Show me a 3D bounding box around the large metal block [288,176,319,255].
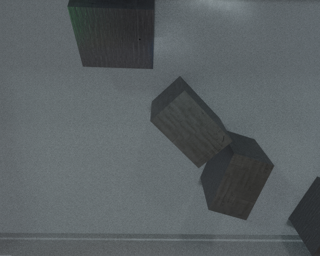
[{"bbox_3d":[0.237,0.128,0.431,0.050,0.080,0.079,22,109,-8],"label":"large metal block"}]

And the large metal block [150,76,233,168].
[{"bbox_3d":[0.035,-0.010,0.378,0.050,0.080,0.080,-42,105,14],"label":"large metal block"}]

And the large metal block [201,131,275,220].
[{"bbox_3d":[0.095,0.058,0.404,0.050,0.080,0.079,17,109,-6],"label":"large metal block"}]

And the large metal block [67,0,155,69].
[{"bbox_3d":[-0.047,-0.111,0.336,0.081,0.050,0.080,2,147,-1],"label":"large metal block"}]
